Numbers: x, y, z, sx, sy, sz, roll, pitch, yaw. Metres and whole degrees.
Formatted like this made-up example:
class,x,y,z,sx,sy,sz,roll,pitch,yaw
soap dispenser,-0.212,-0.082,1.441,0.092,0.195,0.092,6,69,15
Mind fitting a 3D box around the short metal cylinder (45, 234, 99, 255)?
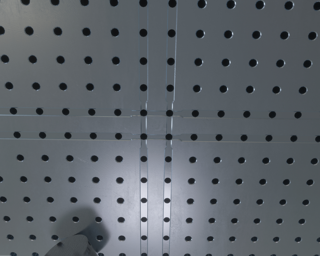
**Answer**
class,x,y,z,sx,sy,sz,roll,pitch,yaw
short metal cylinder,-0.131,0.206,0.459,0.080,0.080,0.050,-22,109,8
